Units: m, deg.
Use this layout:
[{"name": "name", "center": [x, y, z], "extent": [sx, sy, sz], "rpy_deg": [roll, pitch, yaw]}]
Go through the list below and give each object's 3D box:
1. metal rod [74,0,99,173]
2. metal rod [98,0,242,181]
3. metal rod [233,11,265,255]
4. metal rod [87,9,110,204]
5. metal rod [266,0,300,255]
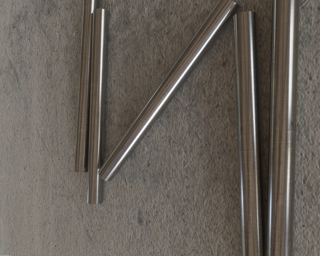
[{"name": "metal rod", "center": [-0.119, -0.078, 0.502], "extent": [0.025, 0.025, 0.298], "rpy_deg": [7, 94, 40]}, {"name": "metal rod", "center": [-0.002, -0.034, 0.406], "extent": [0.025, 0.025, 0.298], "rpy_deg": [52, 120, 27]}, {"name": "metal rod", "center": [0.095, 0.030, 0.326], "extent": [0.025, 0.025, 0.298], "rpy_deg": [-3, 88, 40]}, {"name": "metal rod", "center": [-0.097, -0.032, 0.484], "extent": [0.025, 0.025, 0.298], "rpy_deg": [4, 92, 40]}, {"name": "metal rod", "center": [0.121, -0.015, 0.304], "extent": [0.025, 0.025, 0.298], "rpy_deg": [2, 91, 40]}]
